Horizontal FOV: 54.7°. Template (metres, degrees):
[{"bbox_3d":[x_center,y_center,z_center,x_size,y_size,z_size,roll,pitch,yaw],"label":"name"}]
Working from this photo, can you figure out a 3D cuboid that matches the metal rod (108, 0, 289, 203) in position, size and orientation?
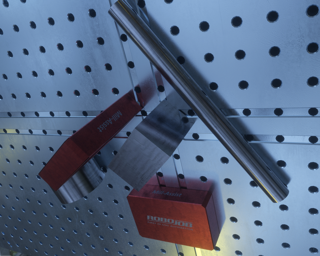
[{"bbox_3d":[0.050,-0.027,0.367,0.300,0.025,0.025,48,129,-6],"label":"metal rod"}]

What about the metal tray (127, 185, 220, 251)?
[{"bbox_3d":[0.020,0.137,0.482,0.130,0.030,0.089,0,119,28],"label":"metal tray"}]

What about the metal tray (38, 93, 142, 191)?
[{"bbox_3d":[-0.085,0.015,0.397,0.030,0.131,0.090,46,129,-4],"label":"metal tray"}]

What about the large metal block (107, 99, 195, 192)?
[{"bbox_3d":[-0.011,0.021,0.394,0.050,0.080,0.080,39,129,1],"label":"large metal block"}]

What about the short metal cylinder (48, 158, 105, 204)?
[{"bbox_3d":[-0.136,0.075,0.494,0.080,0.080,0.050,-16,110,34],"label":"short metal cylinder"}]
